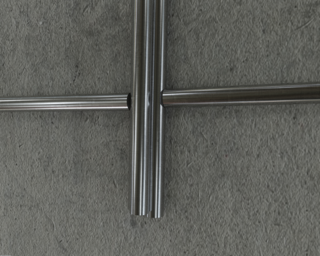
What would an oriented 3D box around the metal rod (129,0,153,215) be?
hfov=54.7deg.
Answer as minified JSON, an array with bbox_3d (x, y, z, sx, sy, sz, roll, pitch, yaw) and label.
[{"bbox_3d":[-0.024,-0.041,0.396,0.025,0.025,0.298,1,90,19],"label":"metal rod"}]

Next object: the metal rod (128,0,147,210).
[{"bbox_3d":[-0.028,-0.039,0.420,0.025,0.025,0.298,1,90,19],"label":"metal rod"}]

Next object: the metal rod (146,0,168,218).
[{"bbox_3d":[-0.004,-0.033,0.412,0.025,0.025,0.298,1,90,19],"label":"metal rod"}]

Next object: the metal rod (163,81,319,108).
[{"bbox_3d":[0.150,-0.040,0.357,0.301,0.025,0.025,0,90,19],"label":"metal rod"}]

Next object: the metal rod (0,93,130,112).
[{"bbox_3d":[-0.182,-0.037,0.472,0.301,0.025,0.025,1,90,19],"label":"metal rod"}]
